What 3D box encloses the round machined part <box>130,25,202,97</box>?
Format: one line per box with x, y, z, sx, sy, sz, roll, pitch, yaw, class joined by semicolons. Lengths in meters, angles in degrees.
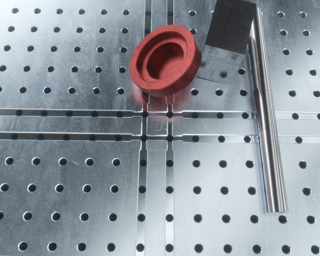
0.011;-0.086;0.420;0.098;0.042;0.098;-12;64;27;round machined part

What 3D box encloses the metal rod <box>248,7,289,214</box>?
0.142;-0.038;0.426;0.025;0.025;0.299;0;70;0;metal rod

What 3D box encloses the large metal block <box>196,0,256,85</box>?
0.088;-0.118;0.425;0.050;0.080;0.080;16;71;3;large metal block
